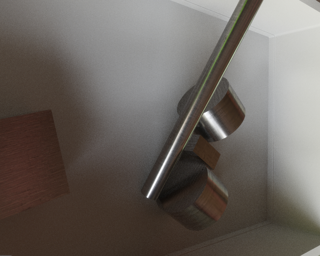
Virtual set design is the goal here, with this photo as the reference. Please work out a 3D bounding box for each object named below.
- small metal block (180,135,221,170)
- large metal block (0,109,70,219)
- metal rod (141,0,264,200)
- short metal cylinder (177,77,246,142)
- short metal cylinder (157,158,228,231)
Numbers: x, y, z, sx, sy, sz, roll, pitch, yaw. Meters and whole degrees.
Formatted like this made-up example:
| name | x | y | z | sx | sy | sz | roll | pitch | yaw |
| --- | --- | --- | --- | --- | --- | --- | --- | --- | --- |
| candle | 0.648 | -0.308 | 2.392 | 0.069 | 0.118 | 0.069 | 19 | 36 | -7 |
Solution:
| name | x | y | z | sx | sy | sz | roll | pitch | yaw |
| --- | --- | --- | --- | --- | --- | --- | --- | --- | --- |
| small metal block | 0.047 | 0.033 | 0.432 | 0.050 | 0.050 | 0.025 | 42 | 65 | -33 |
| large metal block | -0.137 | 0.031 | 0.277 | 0.081 | 0.050 | 0.079 | -17 | 101 | -39 |
| metal rod | 0.054 | -0.045 | 0.379 | 0.025 | 0.025 | 0.298 | 21 | 100 | -39 |
| short metal cylinder | 0.071 | -0.026 | 0.433 | 0.050 | 0.080 | 0.080 | 50 | 60 | -29 |
| short metal cylinder | 0.042 | 0.087 | 0.408 | 0.050 | 0.080 | 0.080 | 45 | 63 | -31 |
